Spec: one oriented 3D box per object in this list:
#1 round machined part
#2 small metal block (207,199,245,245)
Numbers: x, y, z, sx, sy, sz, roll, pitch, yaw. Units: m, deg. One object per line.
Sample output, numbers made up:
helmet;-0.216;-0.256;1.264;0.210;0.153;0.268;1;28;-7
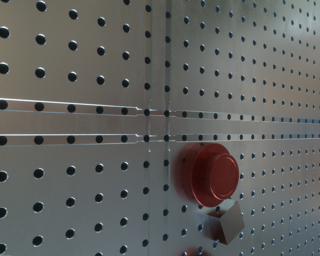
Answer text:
round machined part;0.082;0.071;0.467;0.099;0.042;0.097;0;90;-40
small metal block;0.107;0.150;0.499;0.050;0.025;0.050;-29;108;-36
